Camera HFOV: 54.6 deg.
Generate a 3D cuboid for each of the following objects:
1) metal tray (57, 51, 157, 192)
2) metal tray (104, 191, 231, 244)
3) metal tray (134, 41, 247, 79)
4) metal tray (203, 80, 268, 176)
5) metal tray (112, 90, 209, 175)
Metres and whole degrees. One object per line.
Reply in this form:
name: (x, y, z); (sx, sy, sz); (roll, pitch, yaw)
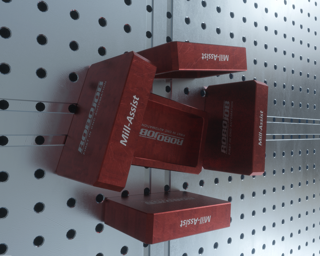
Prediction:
metal tray: (-0.057, -0.007, 0.318); (0.030, 0.090, 0.130); (23, 75, -37)
metal tray: (0.011, 0.102, 0.376); (0.131, 0.090, 0.030); (5, 87, -39)
metal tray: (0.036, -0.083, 0.395); (0.131, 0.090, 0.030); (-8, 96, -39)
metal tray: (0.108, 0.000, 0.456); (0.030, 0.090, 0.129); (6, 86, -40)
metal tray: (0.006, 0.009, 0.409); (0.131, 0.030, 0.090); (14, 81, -39)
